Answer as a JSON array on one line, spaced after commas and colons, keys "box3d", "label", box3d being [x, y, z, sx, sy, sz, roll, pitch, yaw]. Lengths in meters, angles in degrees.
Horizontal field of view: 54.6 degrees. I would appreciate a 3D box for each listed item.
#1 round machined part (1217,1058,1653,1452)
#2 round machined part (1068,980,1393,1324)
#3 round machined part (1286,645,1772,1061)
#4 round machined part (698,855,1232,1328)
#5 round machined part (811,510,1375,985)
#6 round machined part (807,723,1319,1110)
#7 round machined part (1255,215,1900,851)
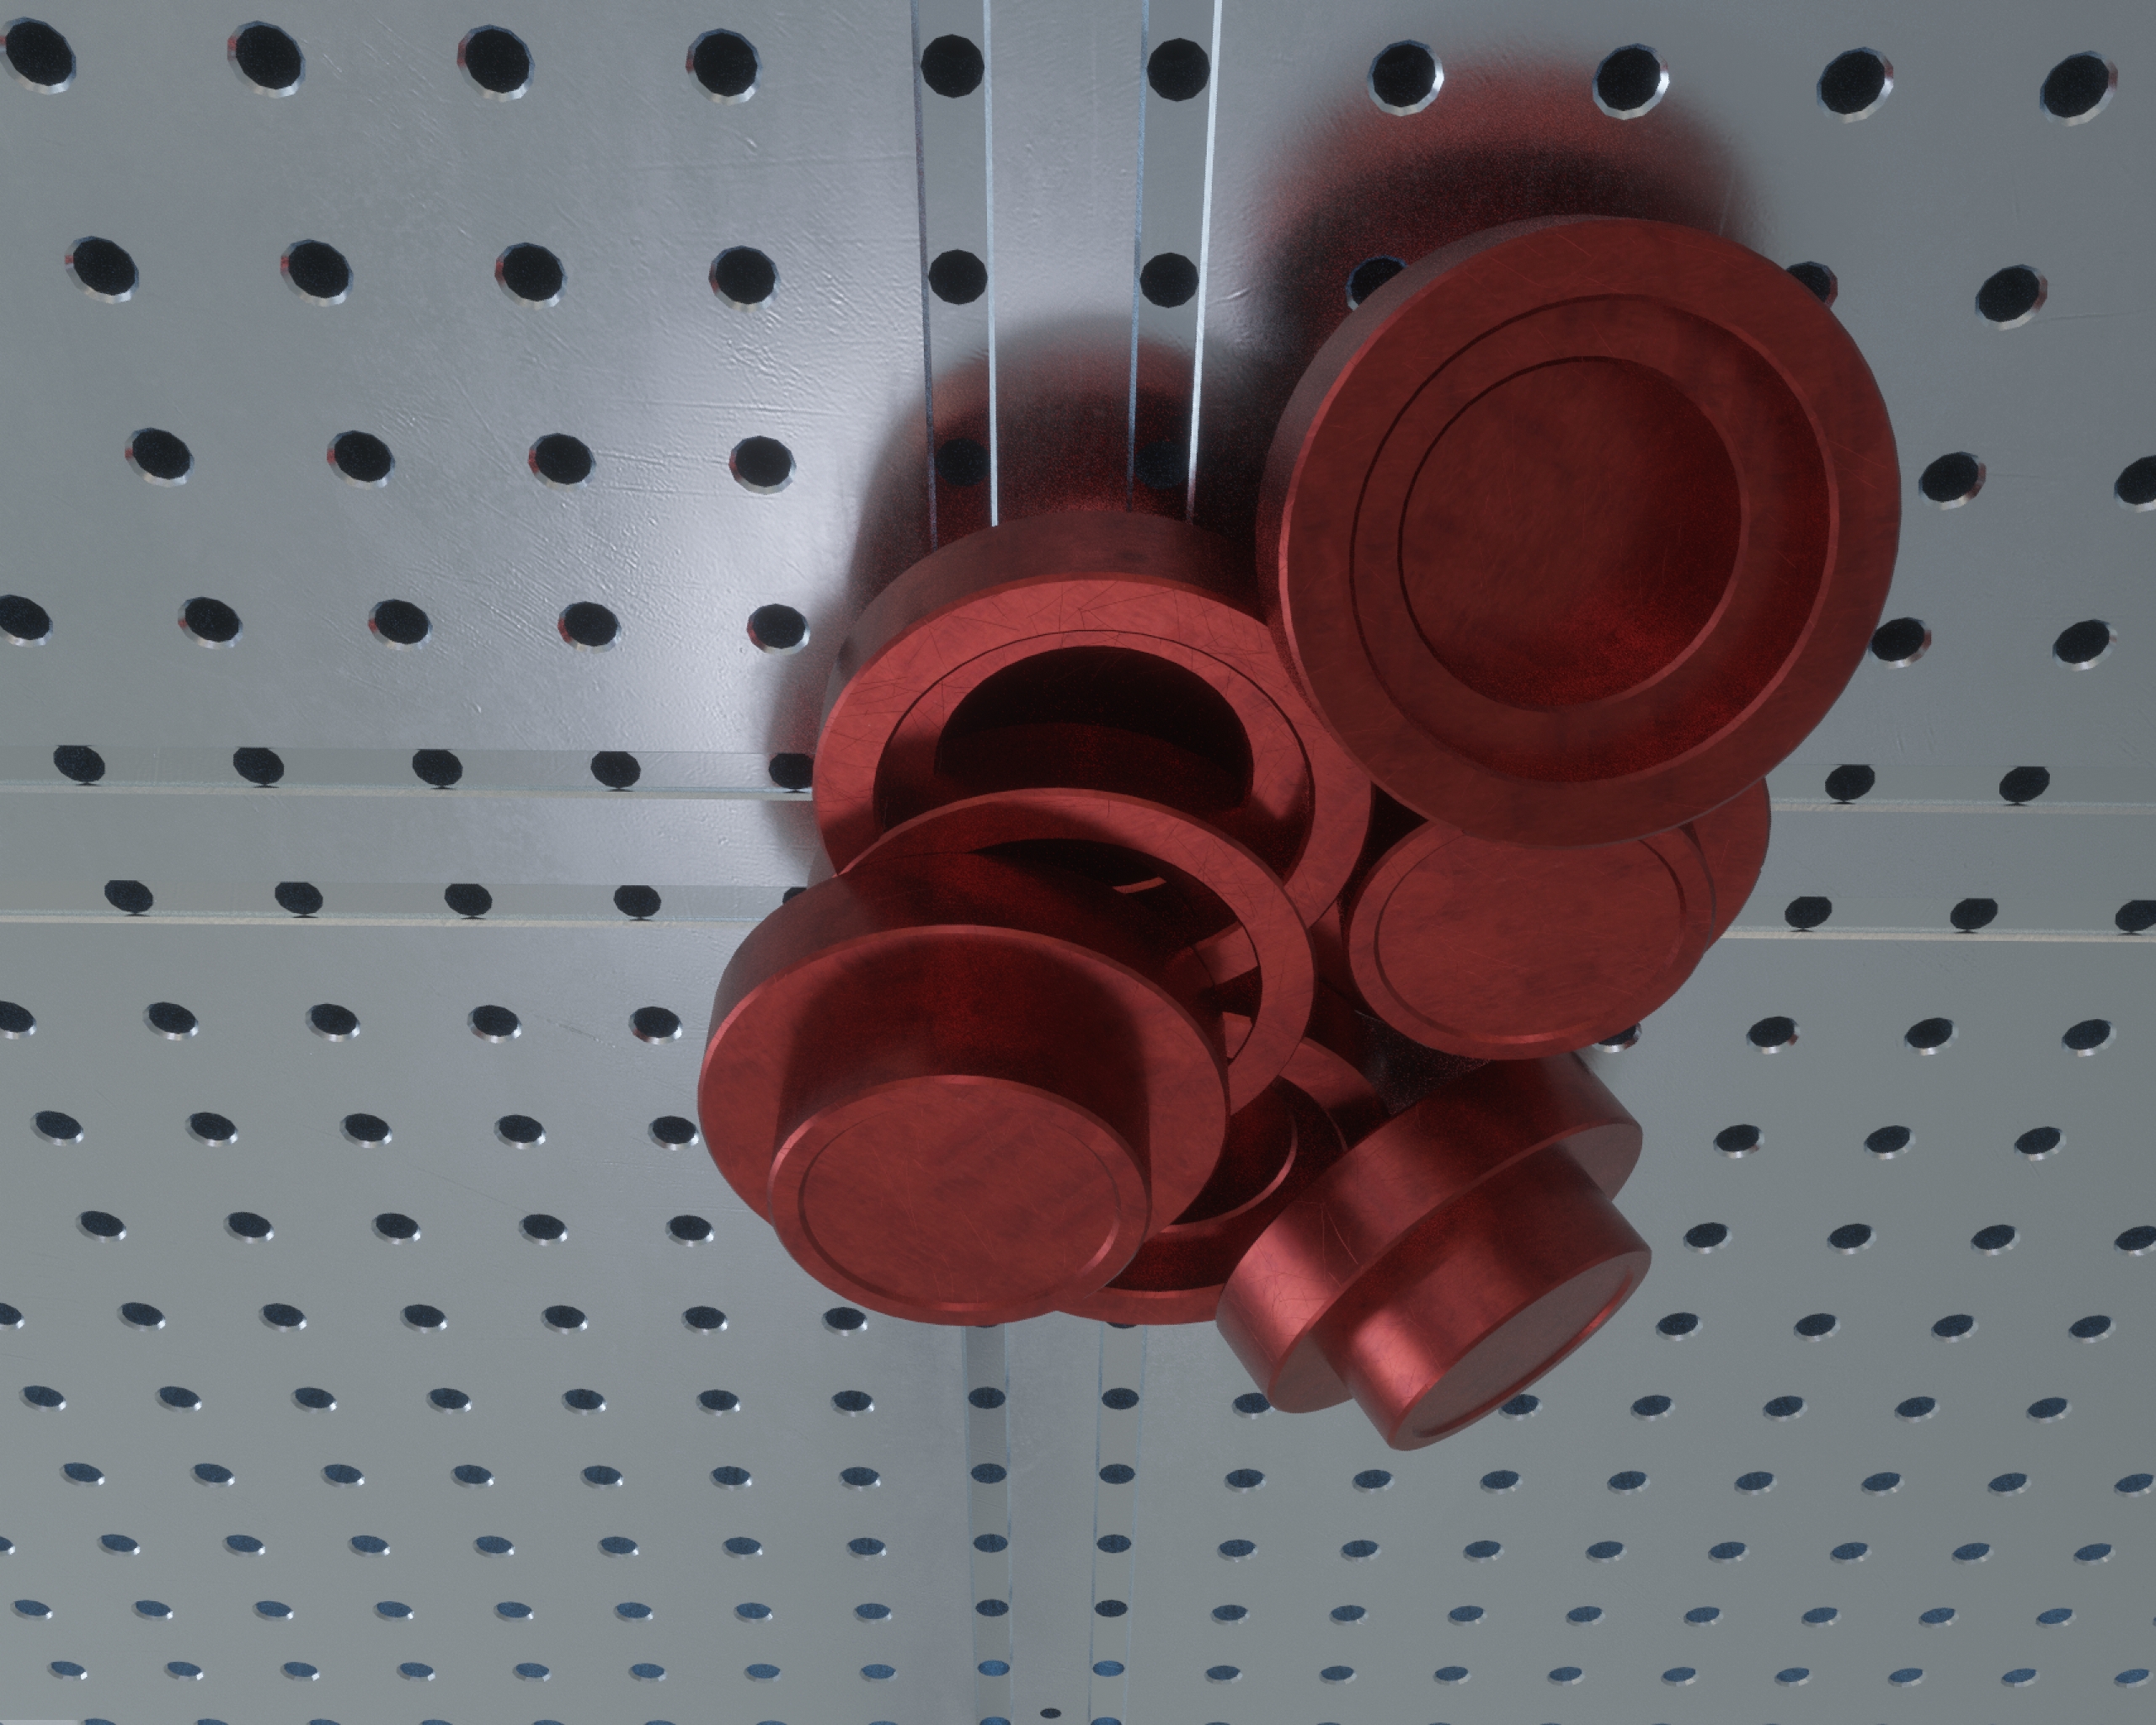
[{"box3d": [0.082, 0.087, 0.443, 0.099, 0.042, 0.098, -27, 150, -17], "label": "round machined part"}, {"box3d": [0.017, 0.052, 0.444, 0.099, 0.042, 0.097, 0, 130, 0], "label": "round machined part"}, {"box3d": [0.083, 0.000, 0.401, 0.099, 0.042, 0.097, 0, 130, 0], "label": "round machined part"}, {"box3d": [-0.021, 0.049, 0.386, 0.099, 0.042, 0.097, 0, 130, 0], "label": "round machined part"}, {"box3d": [0.003, -0.023, 0.381, 0.099, 0.042, 0.097, 0, 130, 0], "label": "round machined part"}, {"box3d": [-0.004, 0.011, 0.409, 0.099, 0.042, 0.097, 0, 130, 0], "label": "round machined part"}, {"box3d": [0.077, -0.054, 0.340, 0.099, 0.042, 0.097, -2, 109, -6], "label": "round machined part"}]
